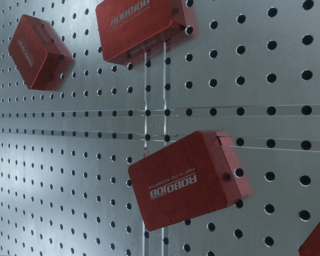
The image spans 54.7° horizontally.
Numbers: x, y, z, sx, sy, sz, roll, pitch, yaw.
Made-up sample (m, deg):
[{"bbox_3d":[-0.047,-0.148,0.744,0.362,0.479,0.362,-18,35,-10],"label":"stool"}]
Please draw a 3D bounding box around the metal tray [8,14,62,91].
[{"bbox_3d":[-0.248,-0.147,0.607,0.090,0.030,0.130,-51,61,27],"label":"metal tray"}]

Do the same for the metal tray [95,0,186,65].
[{"bbox_3d":[-0.032,-0.154,0.431,0.130,0.030,0.090,-17,79,38],"label":"metal tray"}]

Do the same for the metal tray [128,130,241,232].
[{"bbox_3d":[0.024,0.068,0.385,0.130,0.030,0.090,-30,71,35],"label":"metal tray"}]

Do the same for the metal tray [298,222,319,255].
[{"bbox_3d":[0.194,0.112,0.246,0.130,0.030,0.089,39,113,33],"label":"metal tray"}]
